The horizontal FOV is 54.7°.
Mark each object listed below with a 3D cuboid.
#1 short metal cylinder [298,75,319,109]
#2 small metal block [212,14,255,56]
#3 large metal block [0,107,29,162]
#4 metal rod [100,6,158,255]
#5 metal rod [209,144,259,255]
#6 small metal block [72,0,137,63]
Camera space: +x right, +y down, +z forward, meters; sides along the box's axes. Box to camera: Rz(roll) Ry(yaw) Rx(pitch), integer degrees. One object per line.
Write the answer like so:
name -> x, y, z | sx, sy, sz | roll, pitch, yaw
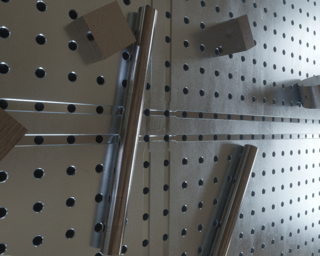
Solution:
short metal cylinder -> 0.341, -0.079, 0.658 | 0.081, 0.080, 0.050 | -30, 109, -36
small metal block -> 0.116, -0.145, 0.489 | 0.025, 0.050, 0.050 | -33, 111, -35
large metal block -> -0.172, 0.006, 0.248 | 0.080, 0.050, 0.080 | 49, 61, -29
metal rod -> -0.036, -0.002, 0.378 | 0.025, 0.025, 0.298 | 14, 81, -39
metal rod -> 0.105, 0.165, 0.496 | 0.025, 0.025, 0.300 | 36, 68, -34
small metal block -> -0.063, -0.111, 0.356 | 0.050, 0.025, 0.050 | -41, 115, -32
